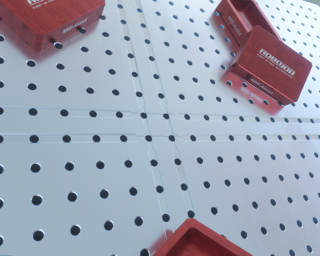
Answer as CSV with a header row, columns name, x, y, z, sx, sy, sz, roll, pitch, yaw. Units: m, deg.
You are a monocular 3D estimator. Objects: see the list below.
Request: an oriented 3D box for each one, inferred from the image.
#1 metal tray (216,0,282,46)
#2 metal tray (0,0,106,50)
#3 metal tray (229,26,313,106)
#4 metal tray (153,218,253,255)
name,x,y,z,sx,sy,sz,roll,pitch,yaw
metal tray,0.182,-0.208,0.628,0.091,0.030,0.130,-14,69,-34
metal tray,-0.151,-0.171,0.428,0.090,0.030,0.131,42,51,0
metal tray,0.201,-0.111,0.559,0.130,0.030,0.090,31,74,-8
metal tray,0.026,0.156,0.294,0.090,0.030,0.131,25,43,32
